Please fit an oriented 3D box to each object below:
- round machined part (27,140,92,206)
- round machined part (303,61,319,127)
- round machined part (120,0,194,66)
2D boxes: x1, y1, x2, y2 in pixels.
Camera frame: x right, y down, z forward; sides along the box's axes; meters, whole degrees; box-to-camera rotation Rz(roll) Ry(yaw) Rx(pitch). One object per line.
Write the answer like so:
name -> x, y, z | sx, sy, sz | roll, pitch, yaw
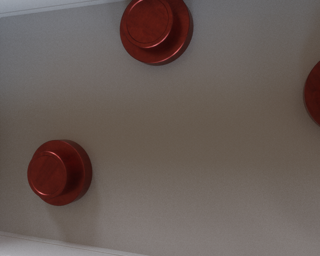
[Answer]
round machined part -> -0.154, 0.066, 0.456 | 0.098, 0.042, 0.097 | 0, 90, 20
round machined part -> 0.207, -0.039, 0.328 | 0.098, 0.042, 0.097 | 0, 90, 20
round machined part -> -0.009, -0.134, 0.405 | 0.098, 0.042, 0.097 | 0, 90, 20
